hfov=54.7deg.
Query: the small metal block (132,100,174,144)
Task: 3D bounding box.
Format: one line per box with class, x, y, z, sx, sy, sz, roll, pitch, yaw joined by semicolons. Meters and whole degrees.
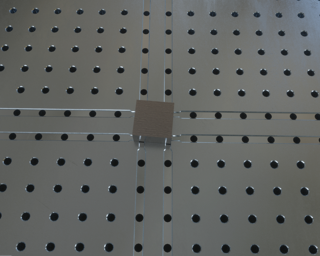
small metal block;-0.008;-0.008;0.414;0.050;0.025;0.050;5;70;1
